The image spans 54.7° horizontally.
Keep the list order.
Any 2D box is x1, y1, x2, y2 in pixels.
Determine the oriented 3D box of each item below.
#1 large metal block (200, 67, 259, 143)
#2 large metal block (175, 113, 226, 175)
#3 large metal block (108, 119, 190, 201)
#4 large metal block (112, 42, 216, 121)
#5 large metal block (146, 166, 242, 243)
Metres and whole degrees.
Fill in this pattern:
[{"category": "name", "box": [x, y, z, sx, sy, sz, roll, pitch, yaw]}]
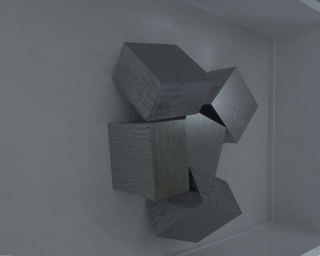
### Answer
[{"category": "large metal block", "box": [0.096, -0.034, 0.472, 0.080, 0.050, 0.080, 52, 60, -28]}, {"category": "large metal block", "box": [0.039, 0.024, 0.424, 0.080, 0.050, 0.080, 24, 75, -38]}, {"category": "large metal block", "box": [-0.015, 0.032, 0.359, 0.050, 0.080, 0.079, -7, 95, -40]}, {"category": "large metal block", "box": [0.003, -0.057, 0.366, 0.081, 0.080, 0.050, -10, 138, -39]}, {"category": "large metal block", "box": [0.043, 0.102, 0.399, 0.080, 0.080, 0.050, 26, 32, -39]}]
